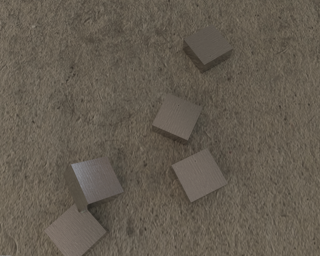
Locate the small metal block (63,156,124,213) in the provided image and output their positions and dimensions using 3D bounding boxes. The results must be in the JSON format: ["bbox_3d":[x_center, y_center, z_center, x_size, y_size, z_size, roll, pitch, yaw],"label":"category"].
[{"bbox_3d":[-0.079,0.066,0.369,0.050,0.025,0.050,-10,64,-46],"label":"small metal block"}]

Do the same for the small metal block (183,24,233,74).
[{"bbox_3d":[0.069,-0.115,0.451,0.050,0.025,0.050,-31,73,-11],"label":"small metal block"}]

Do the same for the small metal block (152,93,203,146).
[{"bbox_3d":[0.023,-0.011,0.412,0.050,0.025,0.050,24,72,8],"label":"small metal block"}]

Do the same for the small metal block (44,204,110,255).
[{"bbox_3d":[-0.096,0.121,0.363,0.050,0.025,0.050,-42,75,-14],"label":"small metal block"}]

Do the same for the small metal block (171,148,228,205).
[{"bbox_3d":[0.048,0.060,0.386,0.050,0.025,0.050,-25,72,-9],"label":"small metal block"}]
